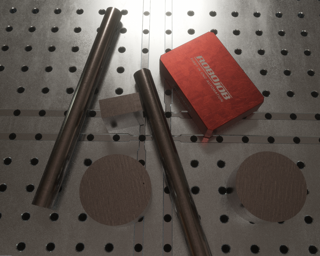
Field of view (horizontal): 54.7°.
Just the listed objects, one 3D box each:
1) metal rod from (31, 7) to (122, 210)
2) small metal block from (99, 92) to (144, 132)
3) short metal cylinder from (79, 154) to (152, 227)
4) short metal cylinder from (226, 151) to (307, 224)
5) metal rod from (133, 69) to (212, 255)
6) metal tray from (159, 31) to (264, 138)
[{"bbox_3d":[-0.107,-0.041,0.425,0.025,0.025,0.299,13,70,4],"label":"metal rod"},{"bbox_3d":[-0.049,-0.020,0.405,0.050,0.050,0.025,-12,71,-5],"label":"small metal block"},{"bbox_3d":[-0.050,0.076,0.370,0.081,0.050,0.080,0,70,0],"label":"short metal cylinder"},{"bbox_3d":[0.126,0.073,0.373,0.081,0.050,0.080,0,70,0],"label":"short metal cylinder"},{"bbox_3d":[0.018,0.057,0.390,0.025,0.025,0.299,-16,71,-6],"label":"metal rod"},{"bbox_3d":[0.069,-0.063,0.433,0.090,0.030,0.130,-29,73,-11],"label":"metal tray"}]
